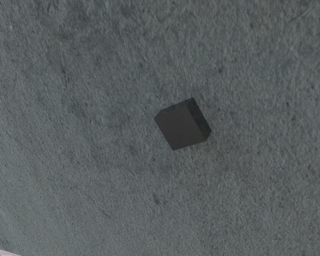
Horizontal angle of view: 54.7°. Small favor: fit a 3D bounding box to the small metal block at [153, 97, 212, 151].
[{"bbox_3d":[0.029,-0.004,0.388,0.050,0.025,0.050,-20,108,35],"label":"small metal block"}]
